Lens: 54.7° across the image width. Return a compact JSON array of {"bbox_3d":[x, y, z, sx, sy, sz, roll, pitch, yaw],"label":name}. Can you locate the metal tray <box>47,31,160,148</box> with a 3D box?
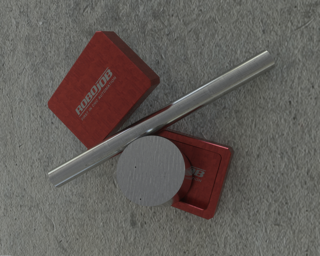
[{"bbox_3d":[-0.074,-0.044,0.391,0.090,0.030,0.129,46,116,4],"label":"metal tray"}]

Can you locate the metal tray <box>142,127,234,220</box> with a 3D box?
[{"bbox_3d":[0.019,0.051,0.398,0.130,0.030,0.089,16,95,18],"label":"metal tray"}]

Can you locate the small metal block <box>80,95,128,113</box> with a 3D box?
[{"bbox_3d":[-0.072,-0.036,0.420,0.050,0.050,0.025,10,93,19],"label":"small metal block"}]

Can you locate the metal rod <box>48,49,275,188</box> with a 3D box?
[{"bbox_3d":[-0.002,-0.009,0.378,0.301,0.025,0.025,-29,81,5],"label":"metal rod"}]

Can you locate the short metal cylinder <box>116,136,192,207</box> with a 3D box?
[{"bbox_3d":[-0.005,0.054,0.372,0.080,0.050,0.080,-4,74,14],"label":"short metal cylinder"}]
